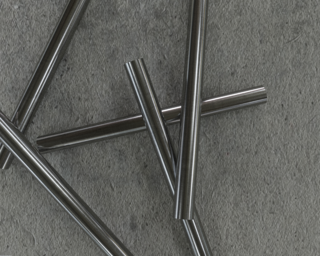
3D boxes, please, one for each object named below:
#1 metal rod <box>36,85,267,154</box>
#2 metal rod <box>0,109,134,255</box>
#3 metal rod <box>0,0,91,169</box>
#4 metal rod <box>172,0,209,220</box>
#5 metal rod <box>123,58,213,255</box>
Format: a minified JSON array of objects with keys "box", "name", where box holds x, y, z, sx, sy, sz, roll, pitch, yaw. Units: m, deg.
[{"box":[-0.010,-0.011,0.409,0.302,0.025,0.025,-13,90,0],"name":"metal rod"},{"box":[-0.112,0.096,0.394,0.025,0.025,0.300,-40,96,0],"name":"metal rod"},{"box":[-0.146,-0.086,0.408,0.025,0.025,0.299,26,90,0],"name":"metal rod"},{"box":[0.040,-0.041,0.386,0.025,0.025,0.299,5,81,0],"name":"metal rod"},{"box":[0.018,0.059,0.392,0.025,0.025,0.298,-20,97,0],"name":"metal rod"}]
